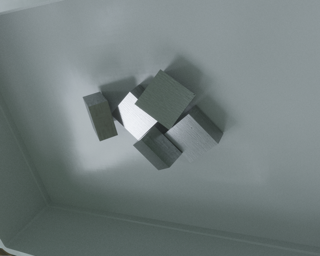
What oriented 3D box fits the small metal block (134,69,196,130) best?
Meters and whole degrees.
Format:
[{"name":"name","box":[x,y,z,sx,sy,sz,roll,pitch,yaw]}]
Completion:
[{"name":"small metal block","box":[0.007,-0.033,0.367,0.050,0.025,0.050,37,94,3]}]

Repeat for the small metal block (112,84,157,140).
[{"name":"small metal block","box":[-0.028,-0.020,0.407,0.050,0.025,0.050,44,129,-3]}]

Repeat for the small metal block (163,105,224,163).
[{"name":"small metal block","box":[0.042,0.008,0.388,0.050,0.025,0.050,46,129,-4]}]

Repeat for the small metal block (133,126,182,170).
[{"name":"small metal block","box":[-0.005,0.028,0.410,0.050,0.025,0.050,45,160,-3]}]

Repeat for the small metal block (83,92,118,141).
[{"name":"small metal block","box":[-0.081,-0.017,0.420,0.050,0.025,0.050,-137,30,-61]}]
